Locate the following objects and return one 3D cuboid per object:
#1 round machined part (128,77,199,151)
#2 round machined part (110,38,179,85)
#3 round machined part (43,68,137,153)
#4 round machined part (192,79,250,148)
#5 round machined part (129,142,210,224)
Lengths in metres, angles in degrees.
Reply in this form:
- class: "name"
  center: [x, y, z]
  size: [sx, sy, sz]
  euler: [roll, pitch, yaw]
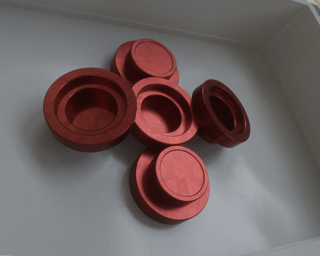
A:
- class: "round machined part"
  center: [-0.002, -0.014, 0.399]
  size: [0.099, 0.042, 0.098]
  euler: [14, 56, -21]
- class: "round machined part"
  center: [-0.016, -0.086, 0.436]
  size: [0.099, 0.042, 0.098]
  euler: [14, 56, -21]
- class: "round machined part"
  center: [-0.077, -0.017, 0.351]
  size: [0.099, 0.042, 0.098]
  euler: [4, 62, -7]
- class: "round machined part"
  center: [0.079, -0.016, 0.434]
  size: [0.098, 0.042, 0.098]
  euler: [27, 46, -31]
- class: "round machined part"
  center: [0.017, 0.059, 0.365]
  size: [0.099, 0.042, 0.098]
  euler: [14, 56, -21]
